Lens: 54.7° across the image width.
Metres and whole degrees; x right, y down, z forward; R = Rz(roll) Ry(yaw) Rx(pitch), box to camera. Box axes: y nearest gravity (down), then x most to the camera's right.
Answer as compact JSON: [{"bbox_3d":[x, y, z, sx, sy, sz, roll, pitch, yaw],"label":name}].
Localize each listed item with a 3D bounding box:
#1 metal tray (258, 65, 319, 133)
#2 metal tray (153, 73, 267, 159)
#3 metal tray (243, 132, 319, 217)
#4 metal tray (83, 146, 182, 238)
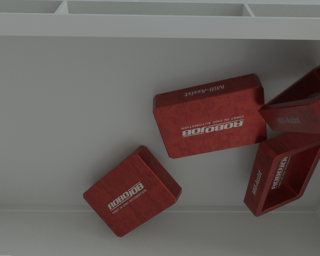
[{"bbox_3d":[0.159,-0.034,0.299,0.090,0.130,0.030,-37,91,-1],"label":"metal tray"},{"bbox_3d":[0.065,-0.011,0.396,0.131,0.030,0.090,-12,129,9],"label":"metal tray"},{"bbox_3d":[0.174,0.063,0.438,0.091,0.030,0.129,-17,133,-18],"label":"metal tray"},{"bbox_3d":[-0.044,0.097,0.462,0.130,0.030,0.090,-40,92,28],"label":"metal tray"}]
